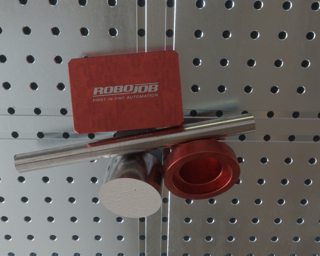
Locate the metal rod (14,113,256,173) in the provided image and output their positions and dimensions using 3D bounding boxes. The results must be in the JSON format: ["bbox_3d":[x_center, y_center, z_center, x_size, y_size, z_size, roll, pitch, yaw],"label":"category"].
[{"bbox_3d":[-0.033,0.020,0.393,0.302,0.025,0.025,-10,110,3],"label":"metal rod"}]

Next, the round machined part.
[{"bbox_3d":[0.053,0.049,0.411,0.099,0.042,0.097,-3,132,-3],"label":"round machined part"}]

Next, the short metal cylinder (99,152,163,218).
[{"bbox_3d":[-0.036,0.076,0.415,0.080,0.050,0.079,3,129,4],"label":"short metal cylinder"}]

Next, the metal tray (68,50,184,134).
[{"bbox_3d":[-0.040,-0.043,0.380,0.131,0.030,0.089,-5,92,0],"label":"metal tray"}]

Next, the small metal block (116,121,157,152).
[{"bbox_3d":[-0.036,0.015,0.427,0.050,0.025,0.050,17,109,-7],"label":"small metal block"}]
